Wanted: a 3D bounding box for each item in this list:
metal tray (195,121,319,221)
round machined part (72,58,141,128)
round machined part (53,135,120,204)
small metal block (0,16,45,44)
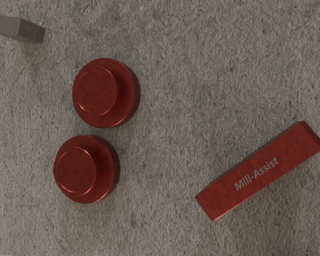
[{"bbox_3d":[0.106,0.043,0.336,0.130,0.090,0.030,-39,78,15],"label":"metal tray"},{"bbox_3d":[-0.080,-0.048,0.427,0.098,0.042,0.097,0,90,19],"label":"round machined part"},{"bbox_3d":[-0.109,0.059,0.437,0.098,0.042,0.097,0,90,19],"label":"round machined part"},{"bbox_3d":[-0.213,-0.149,0.469,0.050,0.050,0.025,12,94,19],"label":"small metal block"}]
